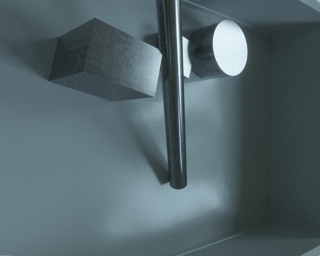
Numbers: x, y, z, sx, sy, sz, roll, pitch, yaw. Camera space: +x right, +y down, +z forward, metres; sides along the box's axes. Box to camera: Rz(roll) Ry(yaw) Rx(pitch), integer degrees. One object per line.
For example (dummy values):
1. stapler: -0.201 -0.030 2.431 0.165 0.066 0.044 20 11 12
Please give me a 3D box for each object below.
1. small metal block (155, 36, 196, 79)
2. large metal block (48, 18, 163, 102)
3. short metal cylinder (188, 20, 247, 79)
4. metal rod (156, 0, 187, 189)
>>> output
1. small metal block: 0.019 -0.099 0.424 0.050 0.025 0.050 22 76 -38
2. large metal block: -0.057 -0.065 0.324 0.081 0.080 0.050 16 80 -39
3. short metal cylinder: 0.086 -0.115 0.465 0.081 0.050 0.079 0 90 -40
4. metal rod: 0.015 -0.049 0.354 0.025 0.025 0.298 -32 131 -36
